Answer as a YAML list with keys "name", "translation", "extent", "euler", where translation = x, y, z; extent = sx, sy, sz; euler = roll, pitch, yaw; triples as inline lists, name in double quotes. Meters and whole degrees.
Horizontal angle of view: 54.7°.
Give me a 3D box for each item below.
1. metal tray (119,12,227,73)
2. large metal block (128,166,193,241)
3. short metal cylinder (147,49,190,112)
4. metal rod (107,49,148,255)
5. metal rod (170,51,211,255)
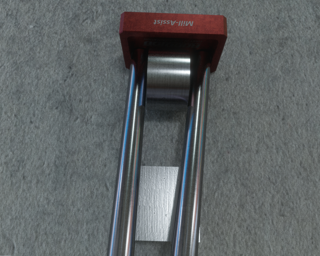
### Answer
- name: "metal tray"
  translation: [0.016, -0.112, 0.416]
  extent: [0.131, 0.090, 0.030]
  euler: [2, 70, 0]
- name: "large metal block"
  translation: [0.003, 0.089, 0.361]
  extent: [0.081, 0.050, 0.080]
  euler: [2, 70, 0]
- name: "short metal cylinder"
  translation: [0.010, -0.062, 0.403]
  extent: [0.050, 0.080, 0.080]
  euler: [2, 70, 0]
- name: "metal rod"
  translation: [-0.033, 0.019, 0.353]
  extent: [0.025, 0.025, 0.300]
  euler: [2, 55, 0]
- name: "metal rod"
  translation: [0.039, 0.022, 0.352]
  extent: [0.025, 0.025, 0.300]
  euler: [8, 55, 2]
